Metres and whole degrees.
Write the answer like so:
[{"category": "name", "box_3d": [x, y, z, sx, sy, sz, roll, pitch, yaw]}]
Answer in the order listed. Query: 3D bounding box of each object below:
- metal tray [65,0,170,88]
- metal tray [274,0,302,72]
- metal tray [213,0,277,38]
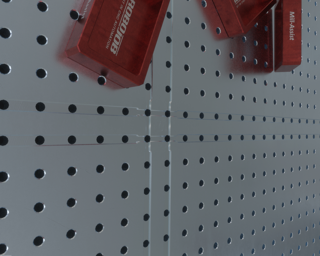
[{"category": "metal tray", "box_3d": [-0.045, -0.124, 0.366, 0.090, 0.030, 0.130, 26, 74, -37]}, {"category": "metal tray", "box_3d": [0.230, -0.173, 0.563, 0.090, 0.030, 0.129, -7, 97, -78]}, {"category": "metal tray", "box_3d": [0.144, -0.224, 0.524, 0.131, 0.030, 0.090, -46, 118, -30]}]
